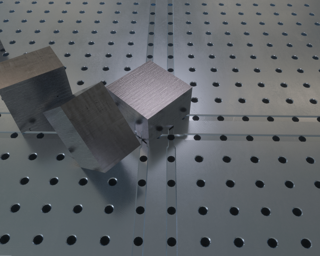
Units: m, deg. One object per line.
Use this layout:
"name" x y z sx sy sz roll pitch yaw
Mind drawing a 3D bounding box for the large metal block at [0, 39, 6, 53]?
"large metal block" -0.322 -0.156 0.521 0.080 0.050 0.080 -27 55 -21

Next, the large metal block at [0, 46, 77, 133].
"large metal block" -0.166 -0.051 0.414 0.080 0.080 0.050 -26 55 -20

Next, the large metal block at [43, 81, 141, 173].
"large metal block" -0.079 0.000 0.350 0.050 0.080 0.080 -38 17 -27

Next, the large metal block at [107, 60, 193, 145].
"large metal block" -0.014 -0.038 0.423 0.080 0.050 0.080 37 59 27
